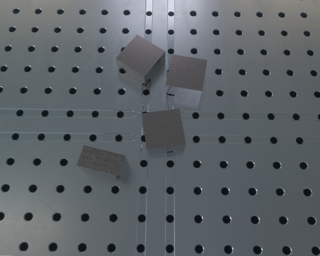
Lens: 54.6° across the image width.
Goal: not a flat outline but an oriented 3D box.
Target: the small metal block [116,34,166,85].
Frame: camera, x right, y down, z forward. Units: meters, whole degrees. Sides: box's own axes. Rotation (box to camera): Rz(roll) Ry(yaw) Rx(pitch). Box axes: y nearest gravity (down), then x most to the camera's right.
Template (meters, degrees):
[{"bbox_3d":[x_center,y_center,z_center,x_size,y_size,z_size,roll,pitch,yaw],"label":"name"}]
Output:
[{"bbox_3d":[-0.027,-0.099,0.448,0.050,0.025,0.050,34,73,11],"label":"small metal block"}]

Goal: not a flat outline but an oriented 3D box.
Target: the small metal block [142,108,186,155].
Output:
[{"bbox_3d":[0.005,0.005,0.410,0.050,0.025,0.050,-8,70,-3],"label":"small metal block"}]

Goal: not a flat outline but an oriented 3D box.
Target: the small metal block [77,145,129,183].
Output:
[{"bbox_3d":[-0.068,0.046,0.382,0.050,0.050,0.025,13,71,5],"label":"small metal block"}]

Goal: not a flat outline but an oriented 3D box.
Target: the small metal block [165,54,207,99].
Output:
[{"bbox_3d":[0.037,-0.073,0.439,0.050,0.025,0.050,10,70,4],"label":"small metal block"}]
